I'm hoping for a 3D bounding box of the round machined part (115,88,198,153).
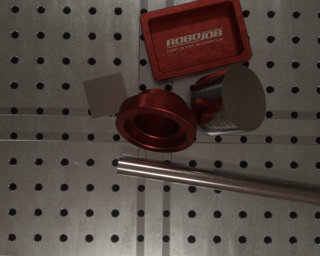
[{"bbox_3d":[-0.002,-0.012,0.386,0.099,0.097,0.042,13,57,-1],"label":"round machined part"}]

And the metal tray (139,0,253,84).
[{"bbox_3d":[0.046,-0.117,0.411,0.131,0.030,0.089,-13,90,-1],"label":"metal tray"}]

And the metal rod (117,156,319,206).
[{"bbox_3d":[0.094,0.073,0.414,0.302,0.025,0.025,9,90,-1],"label":"metal rod"}]

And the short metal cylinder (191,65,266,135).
[{"bbox_3d":[0.085,-0.032,0.383,0.081,0.050,0.080,7,79,-36],"label":"short metal cylinder"}]

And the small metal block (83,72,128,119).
[{"bbox_3d":[-0.069,-0.042,0.412,0.050,0.025,0.050,-14,90,-1],"label":"small metal block"}]
